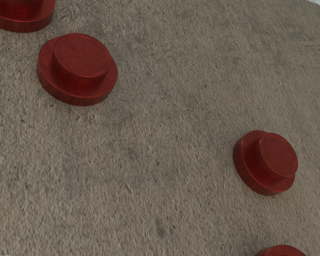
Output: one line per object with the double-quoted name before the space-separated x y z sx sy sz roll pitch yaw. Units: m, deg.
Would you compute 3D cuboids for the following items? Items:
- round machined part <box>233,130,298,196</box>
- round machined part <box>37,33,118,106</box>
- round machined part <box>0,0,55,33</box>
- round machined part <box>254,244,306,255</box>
"round machined part" 0.159 0.046 0.451 0.099 0.042 0.098 14 56 -21
"round machined part" -0.100 -0.079 0.387 0.099 0.042 0.098 14 56 -21
"round machined part" -0.186 -0.174 0.399 0.099 0.042 0.098 14 56 -21
"round machined part" 0.138 0.187 0.352 0.099 0.042 0.098 14 56 -21
